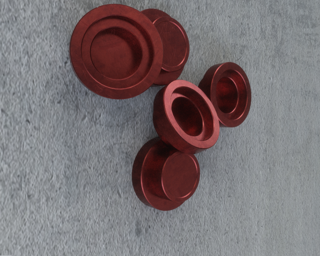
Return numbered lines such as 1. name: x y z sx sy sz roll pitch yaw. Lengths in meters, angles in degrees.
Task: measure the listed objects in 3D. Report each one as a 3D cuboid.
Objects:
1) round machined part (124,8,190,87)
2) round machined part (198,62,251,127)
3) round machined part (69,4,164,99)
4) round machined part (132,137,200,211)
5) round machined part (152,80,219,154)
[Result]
1. round machined part: 0.000 -0.103 0.396 0.099 0.042 0.097 0 90 -40
2. round machined part: 0.095 -0.050 0.477 0.099 0.042 0.097 0 90 -40
3. round machined part: -0.049 -0.081 0.341 0.099 0.042 0.097 -3 98 -19
4. round machined part: 0.015 0.061 0.409 0.099 0.042 0.097 0 90 -40
5. round machined part: 0.029 -0.011 0.408 0.099 0.042 0.098 22 53 -33
